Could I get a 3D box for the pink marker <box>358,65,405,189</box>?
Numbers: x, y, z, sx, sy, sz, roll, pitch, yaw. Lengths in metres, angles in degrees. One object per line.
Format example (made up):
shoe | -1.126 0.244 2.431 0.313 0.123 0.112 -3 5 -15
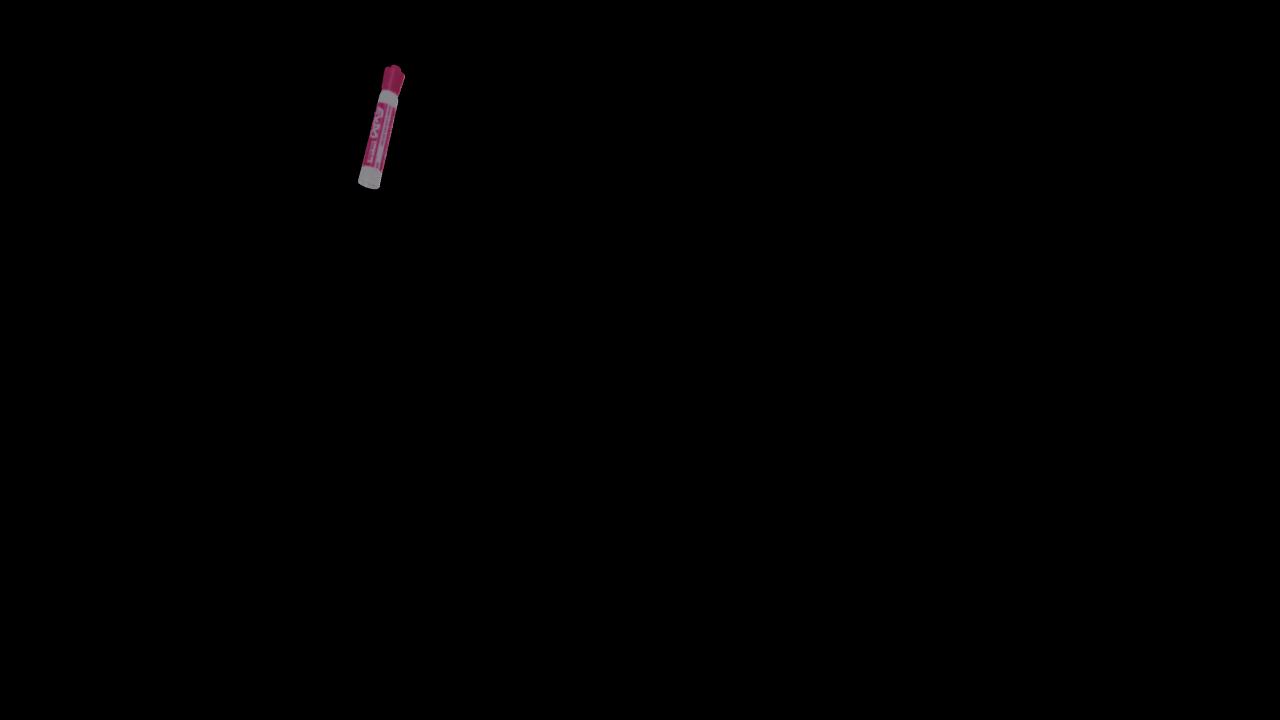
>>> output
pink marker | -0.244 -0.222 0.583 0.020 0.121 0.020 9 -7 1
